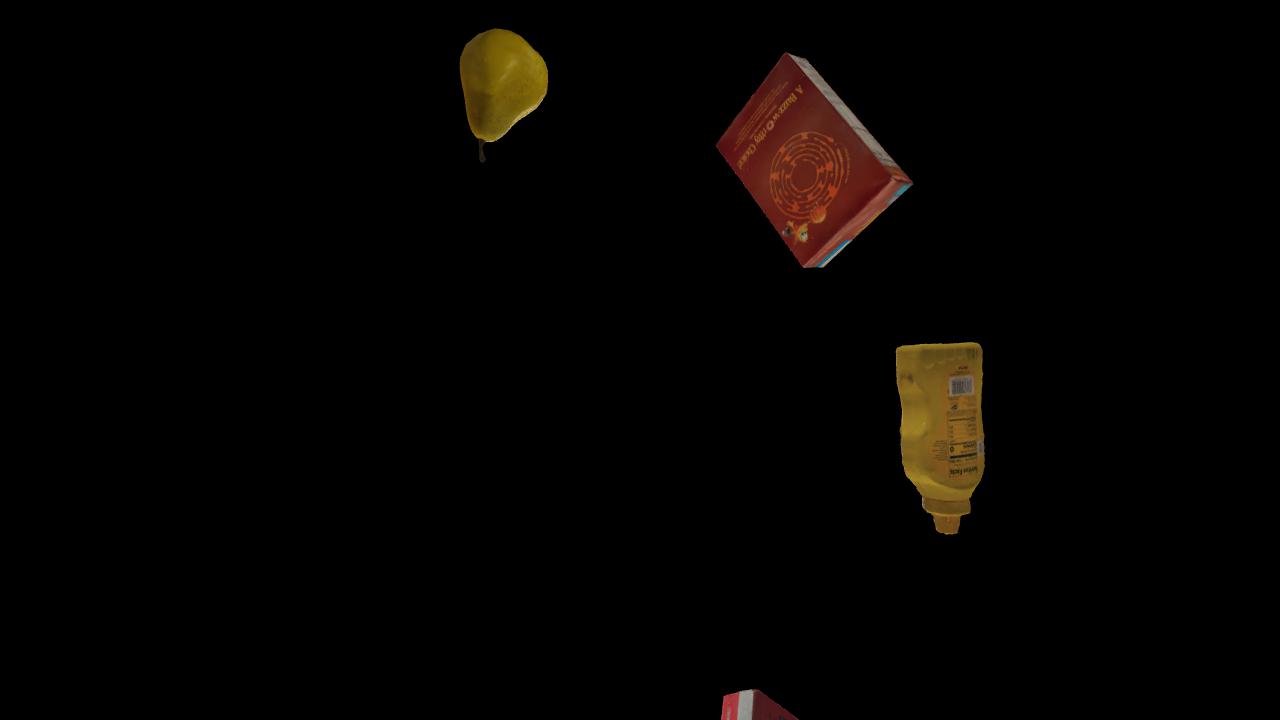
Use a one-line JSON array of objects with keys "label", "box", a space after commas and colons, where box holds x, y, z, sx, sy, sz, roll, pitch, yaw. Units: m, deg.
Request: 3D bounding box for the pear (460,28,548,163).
[{"label": "pear", "box": [-0.136, -0.241, 0.565, 0.080, 0.111, 0.080, 29, -3, 2]}]

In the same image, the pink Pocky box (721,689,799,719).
[{"label": "pink Pocky box", "box": [0.100, 0.259, 0.336, 0.029, 0.155, 0.084, -35, 22, 35]}]

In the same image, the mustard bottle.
[{"label": "mustard bottle", "box": [0.292, 0.076, 0.593, 0.092, 0.184, 0.054, -2, -1, -29]}]

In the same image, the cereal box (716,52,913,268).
[{"label": "cereal box", "box": [0.282, -0.335, 1.047, 0.081, 0.306, 0.203, -10, -29, -43]}]
